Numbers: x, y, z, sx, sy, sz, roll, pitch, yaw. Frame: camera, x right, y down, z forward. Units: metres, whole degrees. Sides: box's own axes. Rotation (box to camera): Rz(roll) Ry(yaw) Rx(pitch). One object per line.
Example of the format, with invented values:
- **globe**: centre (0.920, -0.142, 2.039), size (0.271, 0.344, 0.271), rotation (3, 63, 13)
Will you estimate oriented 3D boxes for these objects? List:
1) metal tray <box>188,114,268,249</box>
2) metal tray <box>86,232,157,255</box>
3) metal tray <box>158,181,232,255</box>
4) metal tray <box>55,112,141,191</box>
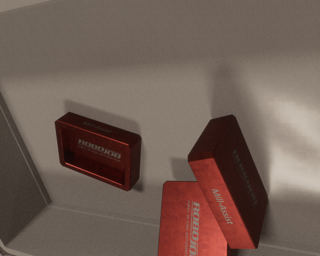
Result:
- **metal tray**: centre (0.084, 0.061, 0.359), size (0.030, 0.090, 0.129), rotation (-14, 111, 34)
- **metal tray**: centre (-0.057, 0.227, 0.558), size (0.130, 0.030, 0.090), rotation (-4, 136, 29)
- **metal tray**: centre (0.047, 0.137, 0.405), size (0.090, 0.130, 0.030), rotation (-3, 161, 23)
- **metal tray**: centre (-0.095, 0.036, 0.475), size (0.130, 0.030, 0.089), rotation (17, 125, 17)
